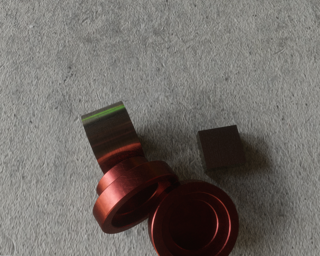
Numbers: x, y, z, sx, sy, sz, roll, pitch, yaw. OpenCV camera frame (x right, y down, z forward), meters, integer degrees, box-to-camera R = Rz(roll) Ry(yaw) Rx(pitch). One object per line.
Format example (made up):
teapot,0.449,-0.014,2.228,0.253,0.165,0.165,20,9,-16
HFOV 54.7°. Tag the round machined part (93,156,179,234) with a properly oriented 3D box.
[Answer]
round machined part,-0.031,0.069,0.345,0.098,0.098,0.042,-34,61,-12

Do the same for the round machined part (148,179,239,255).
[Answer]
round machined part,0.034,0.106,0.349,0.099,0.042,0.097,0,88,-14

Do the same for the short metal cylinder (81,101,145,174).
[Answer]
short metal cylinder,-0.055,0.013,0.373,0.050,0.080,0.080,-22,72,-8

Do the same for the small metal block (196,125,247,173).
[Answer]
small metal block,0.078,0.027,0.399,0.050,0.025,0.050,-9,70,-4
